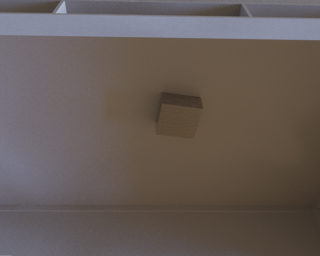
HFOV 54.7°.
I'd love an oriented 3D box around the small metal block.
[{"bbox_3d":[0.023,-0.015,0.396,0.050,0.025,0.050,7,130,-7],"label":"small metal block"}]
